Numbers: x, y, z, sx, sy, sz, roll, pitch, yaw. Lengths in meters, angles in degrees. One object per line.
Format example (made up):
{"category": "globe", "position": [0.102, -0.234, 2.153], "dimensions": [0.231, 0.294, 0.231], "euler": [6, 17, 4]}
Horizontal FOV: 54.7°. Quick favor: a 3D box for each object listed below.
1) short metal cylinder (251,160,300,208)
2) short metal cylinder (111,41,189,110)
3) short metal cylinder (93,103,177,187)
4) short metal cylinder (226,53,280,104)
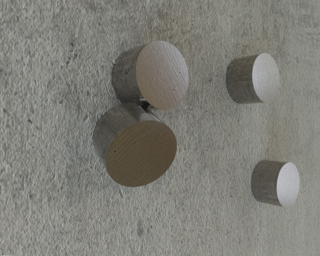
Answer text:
{"category": "short metal cylinder", "position": [0.211, 0.100, 0.565], "dimensions": [0.081, 0.050, 0.080], "euler": [0, 90, -40]}
{"category": "short metal cylinder", "position": [-0.011, -0.061, 0.379], "dimensions": [0.081, 0.050, 0.080], "euler": [0, 90, -40]}
{"category": "short metal cylinder", "position": [-0.029, 0.018, 0.344], "dimensions": [0.081, 0.050, 0.079], "euler": [-13, 120, -22]}
{"category": "short metal cylinder", "position": [0.156, -0.081, 0.519], "dimensions": [0.081, 0.050, 0.080], "euler": [0, 90, -40]}
